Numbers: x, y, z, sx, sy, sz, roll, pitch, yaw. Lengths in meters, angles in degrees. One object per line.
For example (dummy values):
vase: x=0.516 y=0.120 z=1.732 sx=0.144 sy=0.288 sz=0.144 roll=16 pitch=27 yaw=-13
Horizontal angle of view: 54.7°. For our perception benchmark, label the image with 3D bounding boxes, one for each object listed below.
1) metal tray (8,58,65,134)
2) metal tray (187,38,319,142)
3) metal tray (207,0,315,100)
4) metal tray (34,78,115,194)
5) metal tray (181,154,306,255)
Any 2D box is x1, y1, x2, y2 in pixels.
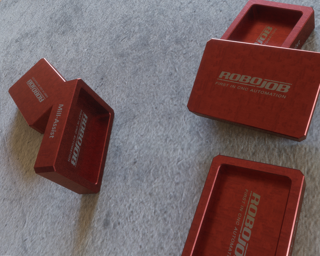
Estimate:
metal tray: x=-0.205 y=-0.060 z=0.542 sx=0.090 sy=0.030 sz=0.130 roll=-45 pitch=51 yaw=-4
metal tray: x=0.105 y=-0.045 z=0.346 sx=0.130 sy=0.030 sz=0.090 roll=17 pitch=88 yaw=27
metal tray: x=0.124 y=-0.104 z=0.398 sx=0.090 sy=0.030 sz=0.130 roll=29 pitch=77 yaw=37
metal tray: x=-0.106 y=0.012 z=0.408 sx=0.030 sy=0.090 sz=0.130 roll=-8 pitch=58 yaw=24
metal tray: x=0.080 y=0.097 z=0.298 sx=0.090 sy=0.030 sz=0.130 roll=9 pitch=66 yaw=31
